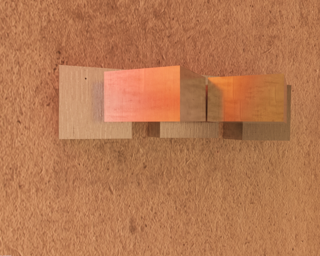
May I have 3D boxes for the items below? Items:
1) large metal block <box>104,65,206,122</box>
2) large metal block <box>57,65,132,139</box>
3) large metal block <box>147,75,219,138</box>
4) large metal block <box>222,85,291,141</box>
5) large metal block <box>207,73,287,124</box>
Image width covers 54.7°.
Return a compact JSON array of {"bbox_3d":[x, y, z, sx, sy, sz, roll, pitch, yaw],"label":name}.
[{"bbox_3d":[-0.002,-0.032,0.328,0.080,0.080,0.050,-2,92,-66],"label":"large metal block"},{"bbox_3d":[-0.079,-0.028,0.369,0.081,0.050,0.079,0,90,-21],"label":"large metal block"},{"bbox_3d":[0.030,-0.028,0.409,0.081,0.050,0.079,1,90,-21],"label":"large metal block"},{"bbox_3d":[0.140,-0.023,0.451,0.081,0.050,0.079,2,90,-21],"label":"large metal block"},{"bbox_3d":[0.107,-0.031,0.371,0.080,0.080,0.050,1,89,24],"label":"large metal block"}]
